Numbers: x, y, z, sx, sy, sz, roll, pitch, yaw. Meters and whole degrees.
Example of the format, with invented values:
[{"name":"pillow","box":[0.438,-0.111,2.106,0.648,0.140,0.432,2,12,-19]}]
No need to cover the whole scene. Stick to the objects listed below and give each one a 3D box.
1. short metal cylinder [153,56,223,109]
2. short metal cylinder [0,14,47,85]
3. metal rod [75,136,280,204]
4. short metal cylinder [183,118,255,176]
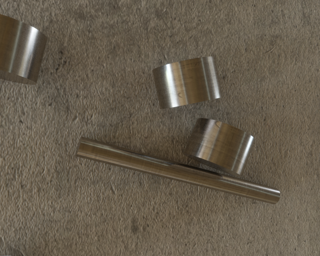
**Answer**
[{"name":"short metal cylinder","box":[0.035,-0.056,0.392,0.081,0.080,0.050,-13,95,-20]},{"name":"short metal cylinder","box":[-0.164,-0.080,0.319,0.081,0.080,0.050,13,86,-20]},{"name":"metal rod","box":[0.038,0.063,0.423,0.302,0.025,0.025,17,85,-19]},{"name":"short metal cylinder","box":[0.077,0.026,0.408,0.080,0.080,0.050,25,82,-19]}]
